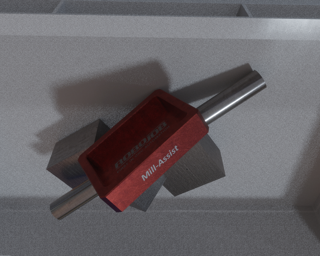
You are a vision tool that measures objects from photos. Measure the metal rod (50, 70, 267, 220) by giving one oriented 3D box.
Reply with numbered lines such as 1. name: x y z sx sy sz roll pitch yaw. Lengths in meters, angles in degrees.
1. metal rod: -0.007 0.024 0.379 0.300 0.025 0.025 -33 124 7

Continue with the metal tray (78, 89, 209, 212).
1. metal tray: -0.022 0.019 0.345 0.130 0.090 0.030 -42 126 -8

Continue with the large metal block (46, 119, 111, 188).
1. large metal block: -0.091 0.046 0.426 0.080 0.050 0.080 -27 126 20

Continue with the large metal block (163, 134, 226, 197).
1. large metal block: 0.032 0.040 0.426 0.080 0.050 0.080 -27 126 20

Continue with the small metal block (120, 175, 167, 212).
1. small metal block: -0.028 0.071 0.387 0.050 0.050 0.025 6 143 46
